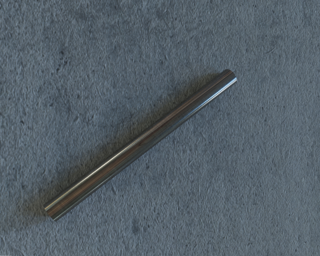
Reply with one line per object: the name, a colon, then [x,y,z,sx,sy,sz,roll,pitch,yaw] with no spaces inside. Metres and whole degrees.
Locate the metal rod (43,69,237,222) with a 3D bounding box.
metal rod: [-0.014,0.013,0.405,0.301,0.025,0.025,-37,102,-16]
